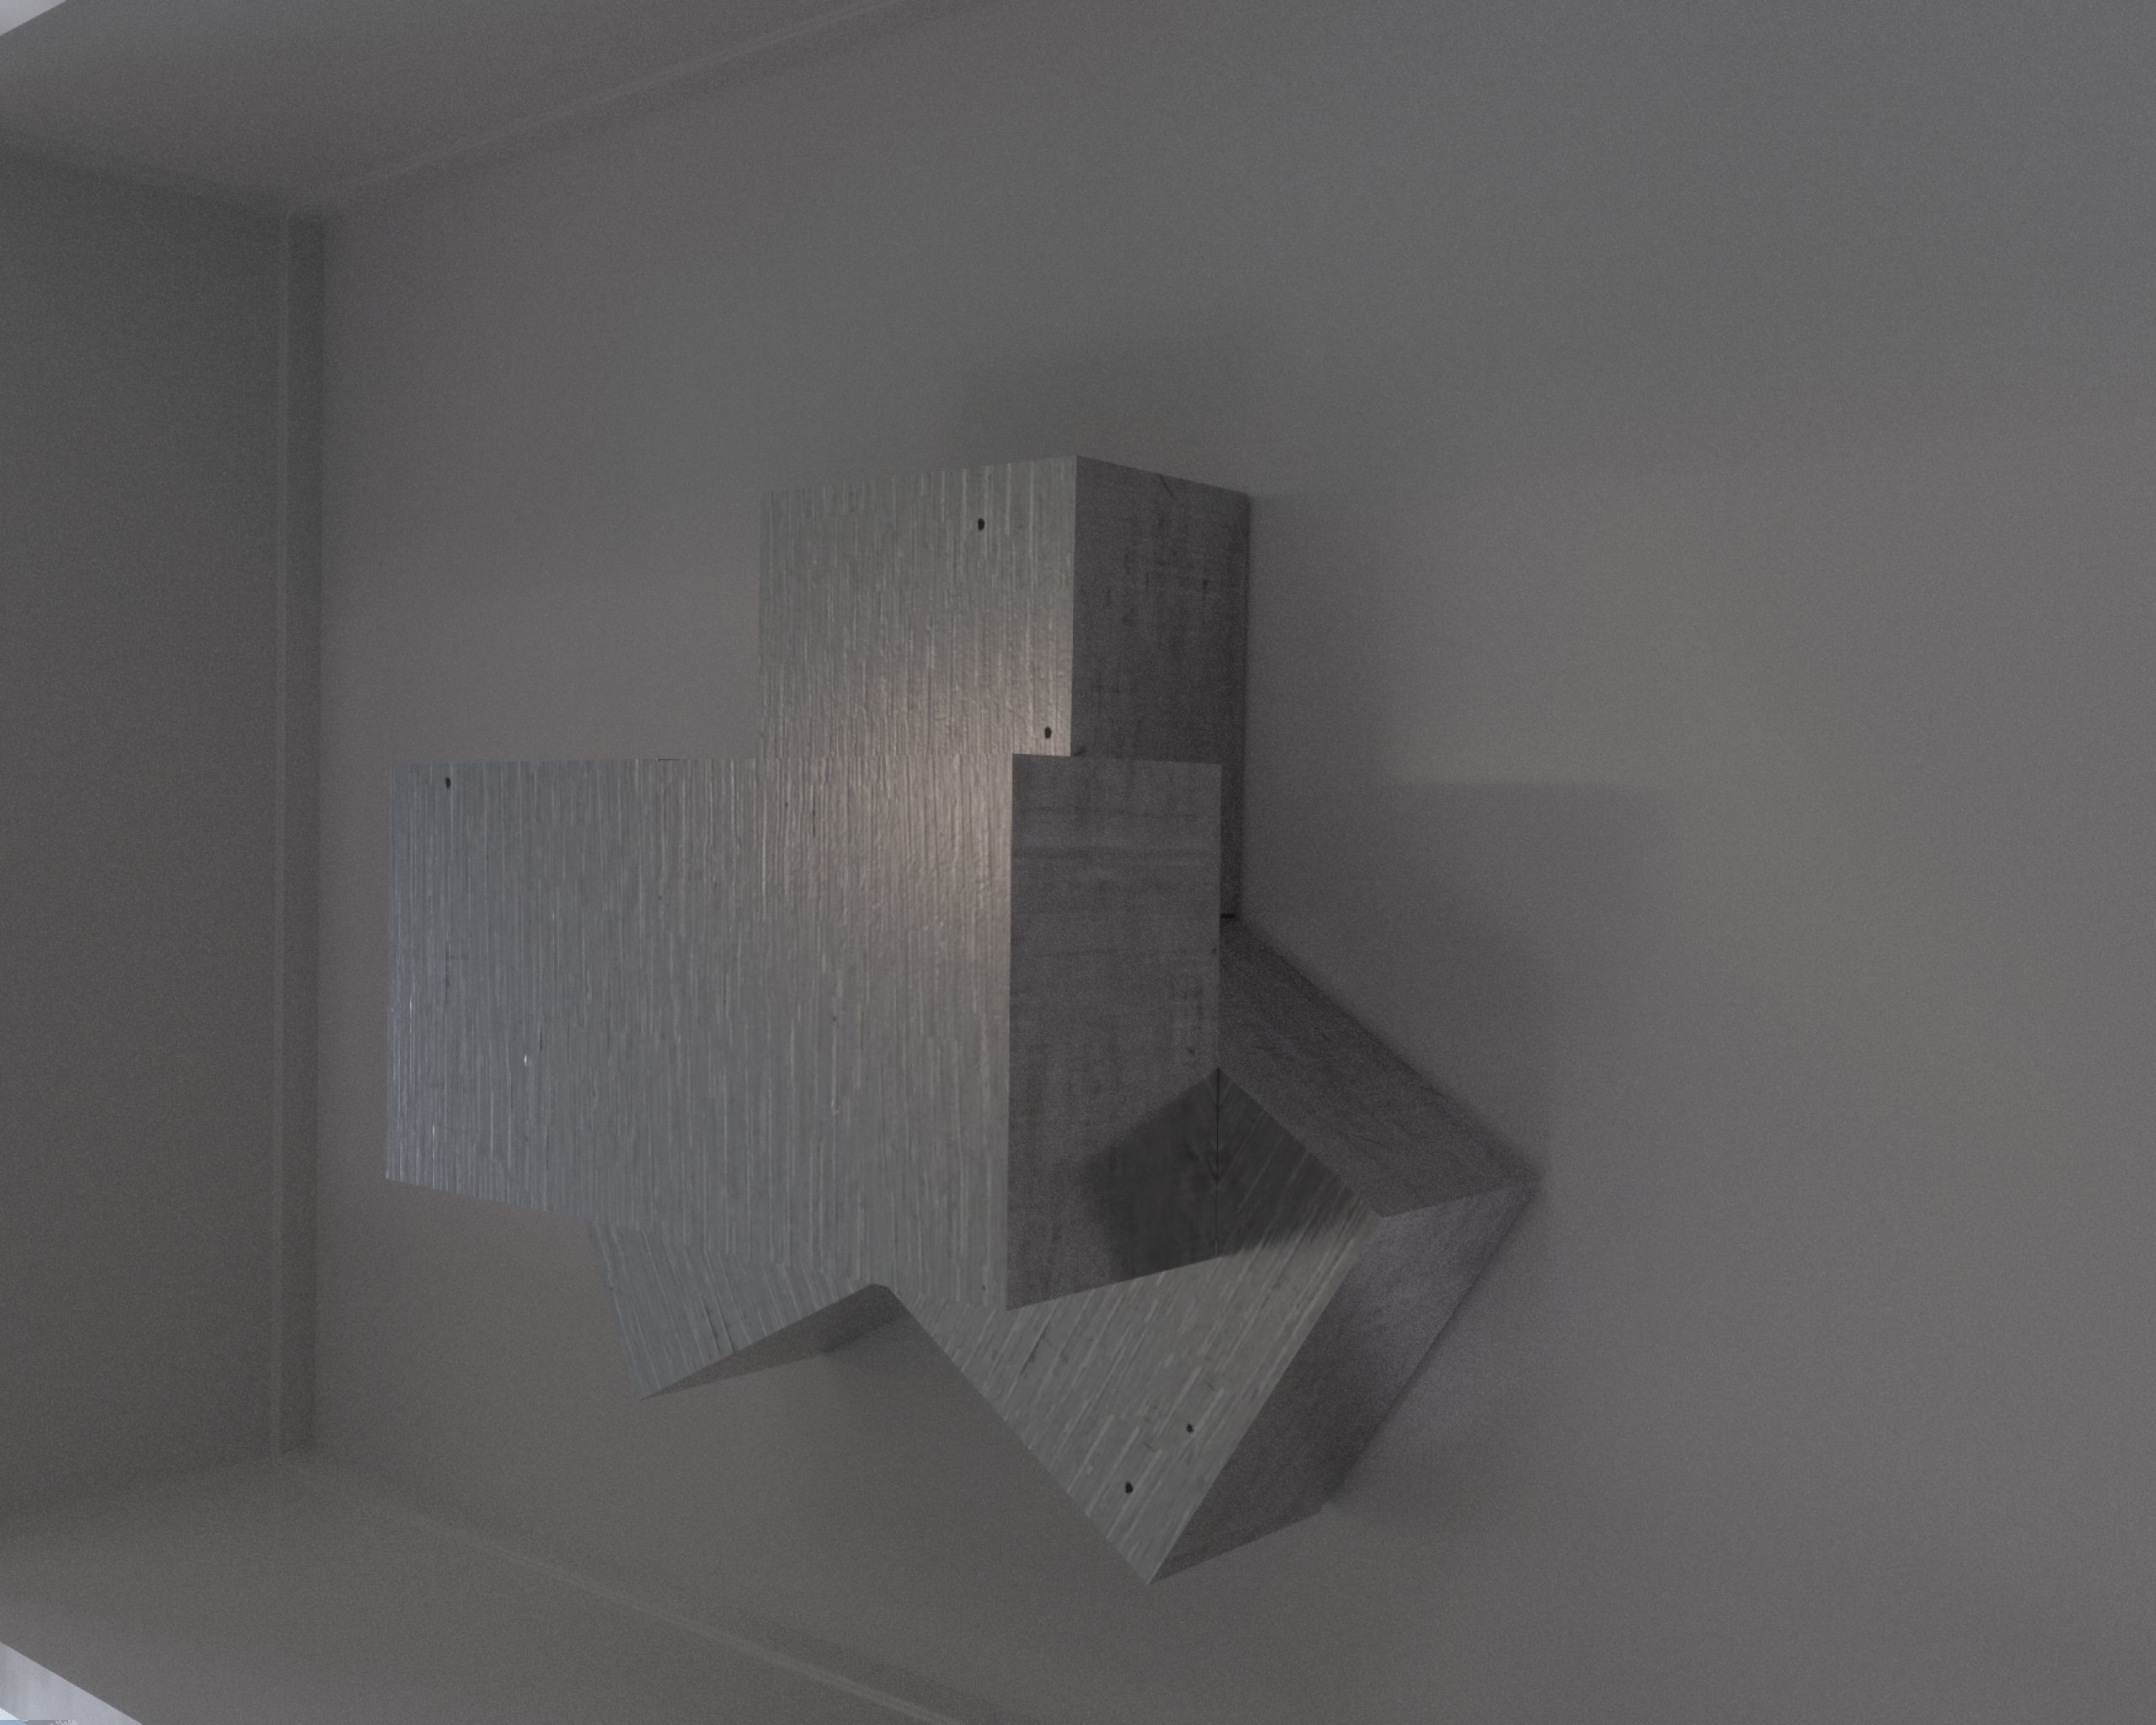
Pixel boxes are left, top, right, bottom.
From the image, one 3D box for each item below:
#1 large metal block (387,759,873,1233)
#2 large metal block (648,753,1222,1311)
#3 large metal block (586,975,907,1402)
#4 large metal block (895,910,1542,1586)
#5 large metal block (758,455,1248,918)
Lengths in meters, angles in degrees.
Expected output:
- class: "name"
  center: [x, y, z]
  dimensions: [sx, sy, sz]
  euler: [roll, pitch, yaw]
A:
- class: "large metal block"
  center: [-0.085, 0.022, 0.394]
  dimensions: [0.080, 0.050, 0.080]
  euler: [1, 91, 40]
- class: "large metal block"
  center: [-0.024, 0.023, 0.342]
  dimensions: [0.080, 0.050, 0.080]
  euler: [1, 91, 40]
- class: "large metal block"
  center: [-0.061, 0.058, 0.439]
  dimensions: [0.080, 0.050, 0.080]
  euler: [-32, 70, 35]
- class: "large metal block"
  center: [0.020, 0.064, 0.371]
  dimensions: [0.080, 0.050, 0.080]
  euler: [42, 115, 32]
- class: "large metal block"
  center: [-0.016, -0.031, 0.402]
  dimensions: [0.080, 0.050, 0.079]
  euler: [2, 91, 40]
